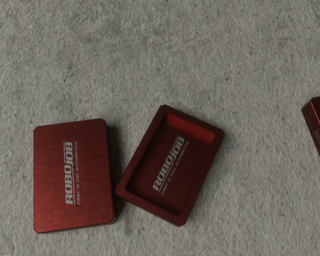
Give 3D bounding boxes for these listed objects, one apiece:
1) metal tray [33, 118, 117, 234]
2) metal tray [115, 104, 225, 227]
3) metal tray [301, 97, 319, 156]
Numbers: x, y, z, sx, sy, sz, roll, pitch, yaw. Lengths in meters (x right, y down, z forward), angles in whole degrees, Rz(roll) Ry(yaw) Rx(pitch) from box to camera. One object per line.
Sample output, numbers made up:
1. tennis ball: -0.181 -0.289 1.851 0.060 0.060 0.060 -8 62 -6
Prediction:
1. metal tray: -0.105 0.057 0.383 0.091 0.030 0.129 -7 70 -3
2. metal tray: 0.014 0.045 0.389 0.090 0.030 0.130 25 72 8
3. metal tray: 0.253 0.017 0.402 0.091 0.030 0.129 -11 70 -5
